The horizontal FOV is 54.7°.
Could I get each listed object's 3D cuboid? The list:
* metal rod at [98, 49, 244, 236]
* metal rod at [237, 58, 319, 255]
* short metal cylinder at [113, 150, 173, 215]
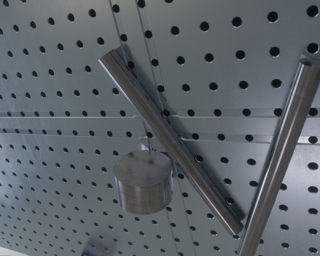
[{"bbox_3d":[0.021,0.026,0.416,0.025,0.025,0.299,-29,103,37],"label":"metal rod"},{"bbox_3d":[0.136,0.062,0.377,0.025,0.025,0.298,17,125,18],"label":"metal rod"},{"bbox_3d":[-0.022,0.074,0.433,0.080,0.080,0.050,11,123,22],"label":"short metal cylinder"}]
